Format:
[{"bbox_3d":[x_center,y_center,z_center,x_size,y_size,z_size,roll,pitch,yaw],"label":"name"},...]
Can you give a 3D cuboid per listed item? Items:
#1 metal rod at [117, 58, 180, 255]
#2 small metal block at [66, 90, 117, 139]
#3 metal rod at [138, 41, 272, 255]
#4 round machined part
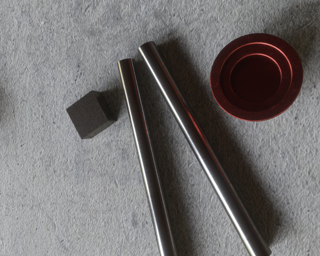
[{"bbox_3d":[-0.013,0.054,0.413,0.025,0.025,0.298,-15,85,19],"label":"metal rod"},{"bbox_3d":[-0.098,-0.018,0.444,0.050,0.025,0.050,-33,80,17],"label":"small metal block"},{"bbox_3d":[0.051,0.021,0.390,0.025,0.025,0.299,-31,80,17],"label":"metal rod"},{"bbox_3d":[0.111,-0.056,0.361,0.098,0.042,0.097,0,90,20],"label":"round machined part"}]
